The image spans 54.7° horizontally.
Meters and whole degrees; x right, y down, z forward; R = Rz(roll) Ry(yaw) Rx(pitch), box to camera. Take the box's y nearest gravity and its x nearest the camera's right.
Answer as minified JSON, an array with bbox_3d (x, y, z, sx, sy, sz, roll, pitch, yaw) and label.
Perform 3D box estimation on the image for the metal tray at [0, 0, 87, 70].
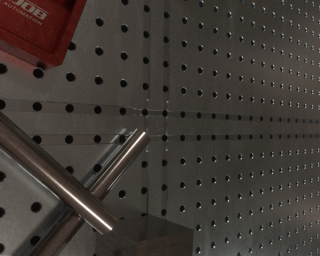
[{"bbox_3d":[-0.142,-0.123,0.287,0.131,0.030,0.090,26,74,-37],"label":"metal tray"}]

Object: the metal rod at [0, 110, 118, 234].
[{"bbox_3d":[-0.145,-0.003,0.270,0.300,0.025,0.025,49,61,-23],"label":"metal rod"}]

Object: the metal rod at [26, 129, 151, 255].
[{"bbox_3d":[-0.106,0.113,0.321,0.301,0.025,0.025,-51,120,-28],"label":"metal rod"}]

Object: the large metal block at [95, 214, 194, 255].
[{"bbox_3d":[-0.019,0.139,0.360,0.081,0.080,0.050,5,87,-40],"label":"large metal block"}]
